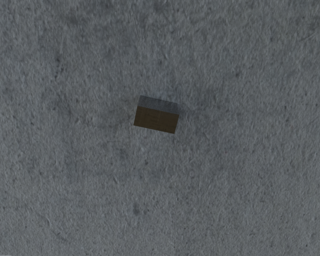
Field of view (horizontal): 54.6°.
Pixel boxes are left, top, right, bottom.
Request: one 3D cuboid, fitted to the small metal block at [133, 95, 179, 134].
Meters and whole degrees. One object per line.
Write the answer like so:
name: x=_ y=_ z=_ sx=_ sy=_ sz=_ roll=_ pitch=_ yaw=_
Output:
small metal block: x=-0.004 y=-0.018 z=0.390 sx=0.050 sy=0.050 sz=0.025 roll=12 pitch=110 yaw=-5
